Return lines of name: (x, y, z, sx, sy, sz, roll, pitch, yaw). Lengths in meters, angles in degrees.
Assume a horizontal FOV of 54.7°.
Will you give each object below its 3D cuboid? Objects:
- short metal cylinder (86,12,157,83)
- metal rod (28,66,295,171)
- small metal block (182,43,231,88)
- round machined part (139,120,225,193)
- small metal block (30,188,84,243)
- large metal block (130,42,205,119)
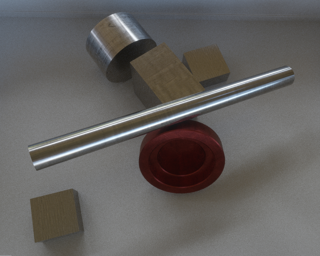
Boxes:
short metal cylinder: (-0.052, -0.107, 0.419, 0.080, 0.080, 0.050, -34, 74, -12)
metal rod: (0.019, -0.018, 0.332, 0.302, 0.025, 0.025, -19, 71, -18)
small metal block: (0.065, -0.087, 0.442, 0.050, 0.025, 0.050, -18, 71, -7)
round machined part: (0.025, 0.029, 0.371, 0.099, 0.097, 0.042, 1, 35, 0)
small metal block: (-0.123, 0.105, 0.370, 0.050, 0.025, 0.050, -13, 71, -5)
large metal block: (0.008, -0.047, 0.398, 0.050, 0.080, 0.080, -34, 74, -12)
